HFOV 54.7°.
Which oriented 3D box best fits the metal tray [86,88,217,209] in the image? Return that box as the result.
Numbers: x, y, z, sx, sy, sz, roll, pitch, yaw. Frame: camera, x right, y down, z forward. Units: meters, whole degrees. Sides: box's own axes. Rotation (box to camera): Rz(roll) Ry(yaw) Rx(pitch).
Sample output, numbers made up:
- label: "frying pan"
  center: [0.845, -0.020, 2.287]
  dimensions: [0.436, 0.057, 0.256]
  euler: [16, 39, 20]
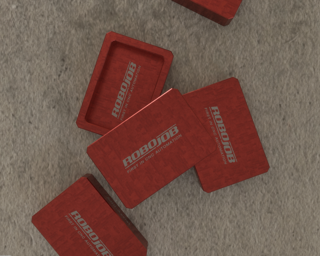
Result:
- label: "metal tray"
  center: [-0.010, 0.024, 0.377]
  dimensions: [0.130, 0.030, 0.090]
  euler: [-35, 91, 0]

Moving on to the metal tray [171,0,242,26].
- label: "metal tray"
  center: [0.080, -0.214, 0.408]
  dimensions: [0.090, 0.030, 0.130]
  euler: [26, 90, -1]

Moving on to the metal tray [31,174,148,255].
- label: "metal tray"
  center: [-0.090, 0.137, 0.406]
  dimensions: [0.090, 0.030, 0.130]
  euler: [-39, 91, -1]

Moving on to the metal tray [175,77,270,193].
- label: "metal tray"
  center: [0.077, 0.009, 0.409]
  dimensions: [0.090, 0.030, 0.129]
  euler: [-20, 90, -1]

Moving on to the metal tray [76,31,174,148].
- label: "metal tray"
  center: [-0.045, -0.049, 0.406]
  dimensions: [0.090, 0.030, 0.129]
  euler: [19, 90, -1]
